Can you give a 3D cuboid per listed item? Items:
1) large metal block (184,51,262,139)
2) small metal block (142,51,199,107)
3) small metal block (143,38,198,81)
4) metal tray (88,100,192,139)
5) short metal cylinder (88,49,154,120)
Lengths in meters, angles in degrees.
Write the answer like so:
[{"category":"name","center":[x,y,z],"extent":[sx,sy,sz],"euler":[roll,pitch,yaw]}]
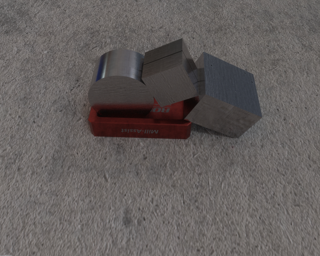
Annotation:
[{"category":"large metal block","center":[0.079,-0.042,0.406],"extent":[0.080,0.050,0.080],"euler":[20,48,-18]},{"category":"small metal block","center":[0.013,-0.056,0.367],"extent":[0.050,0.050,0.025],"euler":[-16,45,21]},{"category":"small metal block","center":[0.014,-0.076,0.384],"extent":[0.050,0.050,0.025],"euler":[-16,45,21]},{"category":"metal tray","center":[-0.024,-0.030,0.426],"extent":[0.131,0.030,0.090],"euler":[2,50,1]},{"category":"short metal cylinder","center":[-0.047,-0.053,0.396],"extent":[0.081,0.080,0.050],"euler":[1,50,0]}]
